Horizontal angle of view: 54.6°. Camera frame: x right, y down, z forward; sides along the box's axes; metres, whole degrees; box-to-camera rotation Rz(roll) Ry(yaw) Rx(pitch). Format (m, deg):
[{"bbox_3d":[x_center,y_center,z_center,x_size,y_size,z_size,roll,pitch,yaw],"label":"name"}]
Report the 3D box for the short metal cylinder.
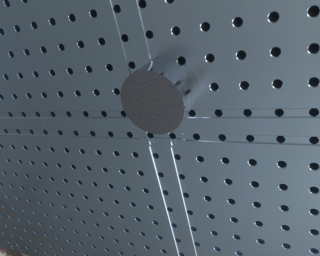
[{"bbox_3d":[0.000,-0.039,0.371,0.080,0.050,0.080,13,124,21],"label":"short metal cylinder"}]
